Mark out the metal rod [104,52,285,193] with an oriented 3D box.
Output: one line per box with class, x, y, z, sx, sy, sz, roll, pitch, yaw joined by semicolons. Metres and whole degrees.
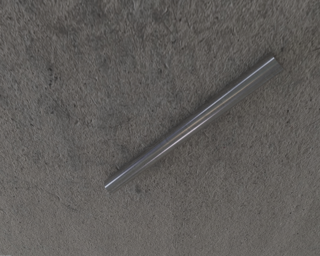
metal rod;0.027;0.008;0.413;0.025;0.025;0.299;36;121;-27
